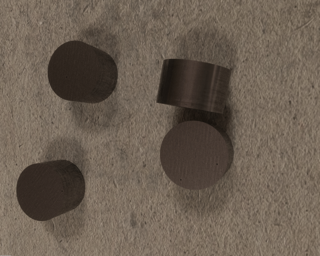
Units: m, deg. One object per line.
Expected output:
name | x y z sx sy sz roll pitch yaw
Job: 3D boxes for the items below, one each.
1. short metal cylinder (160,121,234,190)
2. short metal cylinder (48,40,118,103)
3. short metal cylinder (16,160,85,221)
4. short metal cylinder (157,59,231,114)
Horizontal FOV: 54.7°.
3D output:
short metal cylinder | 0.046 0.031 0.379 0.080 0.050 0.079 0 90 19
short metal cylinder | -0.107 -0.076 0.432 0.080 0.050 0.079 0 90 19
short metal cylinder | -0.158 0.088 0.450 0.080 0.050 0.079 0 90 19
short metal cylinder | 0.039 -0.048 0.365 0.080 0.080 0.050 11 94 19
